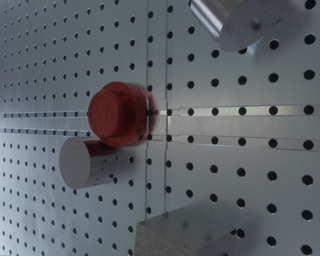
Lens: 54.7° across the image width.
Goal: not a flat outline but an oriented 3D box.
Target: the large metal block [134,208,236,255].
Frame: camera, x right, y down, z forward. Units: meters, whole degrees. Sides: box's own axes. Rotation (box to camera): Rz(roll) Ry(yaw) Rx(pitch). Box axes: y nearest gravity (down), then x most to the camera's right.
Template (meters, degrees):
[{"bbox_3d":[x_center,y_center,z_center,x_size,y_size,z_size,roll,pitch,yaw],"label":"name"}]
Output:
[{"bbox_3d":[0.028,0.135,0.350,0.080,0.081,0.050,10,96,39],"label":"large metal block"}]

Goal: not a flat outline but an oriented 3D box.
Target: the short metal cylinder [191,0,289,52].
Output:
[{"bbox_3d":[0.078,-0.123,0.309,0.080,0.081,0.050,-47,62,30],"label":"short metal cylinder"}]

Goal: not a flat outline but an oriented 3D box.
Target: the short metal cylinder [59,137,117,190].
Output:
[{"bbox_3d":[-0.114,0.053,0.487,0.080,0.050,0.079,0,90,40],"label":"short metal cylinder"}]

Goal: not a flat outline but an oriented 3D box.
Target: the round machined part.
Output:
[{"bbox_3d":[-0.069,-0.020,0.455,0.098,0.042,0.097,0,90,40],"label":"round machined part"}]
